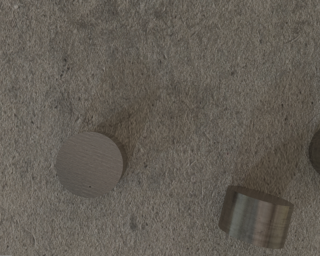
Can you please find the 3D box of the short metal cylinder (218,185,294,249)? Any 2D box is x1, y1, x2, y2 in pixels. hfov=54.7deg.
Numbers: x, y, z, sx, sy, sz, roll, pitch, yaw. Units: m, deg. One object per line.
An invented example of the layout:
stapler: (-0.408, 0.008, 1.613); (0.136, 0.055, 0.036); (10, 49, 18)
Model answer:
short metal cylinder: (0.118, 0.107, 0.383); (0.080, 0.080, 0.050); (14, 90, 0)

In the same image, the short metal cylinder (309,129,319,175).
short metal cylinder: (0.244, 0.033, 0.399); (0.081, 0.050, 0.080); (0, 90, 0)

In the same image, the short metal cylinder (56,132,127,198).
short metal cylinder: (-0.085, 0.044, 0.397); (0.081, 0.050, 0.080); (0, 90, 0)
